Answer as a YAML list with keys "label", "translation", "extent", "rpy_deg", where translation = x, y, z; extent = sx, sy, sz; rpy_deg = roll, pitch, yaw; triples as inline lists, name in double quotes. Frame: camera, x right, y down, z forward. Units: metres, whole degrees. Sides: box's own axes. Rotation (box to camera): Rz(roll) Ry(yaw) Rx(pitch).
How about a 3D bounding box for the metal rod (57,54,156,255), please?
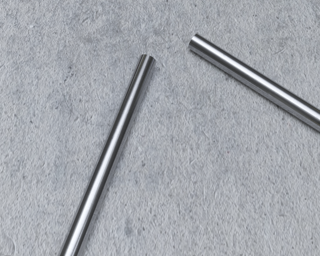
- label: "metal rod"
  translation: [-0.064, 0.035, 0.394]
  extent: [0.025, 0.025, 0.299]
  rpy_deg: [17, 71, 6]

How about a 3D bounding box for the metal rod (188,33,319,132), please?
- label: "metal rod"
  translation: [0.168, -0.042, 0.425]
  extent: [0.300, 0.025, 0.025]
  rpy_deg: [36, 74, 11]
